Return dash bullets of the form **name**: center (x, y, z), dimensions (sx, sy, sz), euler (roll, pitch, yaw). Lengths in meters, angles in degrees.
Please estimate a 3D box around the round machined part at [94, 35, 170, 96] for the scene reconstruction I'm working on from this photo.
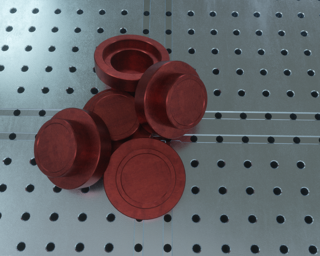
- **round machined part**: center (-0.038, -0.082, 0.420), dimensions (0.099, 0.042, 0.098), euler (4, 49, -4)

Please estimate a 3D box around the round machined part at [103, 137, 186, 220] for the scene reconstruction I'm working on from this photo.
- **round machined part**: center (-0.018, 0.059, 0.368), dimensions (0.099, 0.042, 0.097), euler (1, 81, -6)

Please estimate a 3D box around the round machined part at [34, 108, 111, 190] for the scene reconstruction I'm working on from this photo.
- **round machined part**: center (-0.110, 0.024, 0.367), dimensions (0.098, 0.042, 0.097), euler (-3, 83, 29)

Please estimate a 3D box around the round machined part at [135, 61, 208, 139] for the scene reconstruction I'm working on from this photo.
- **round machined part**: center (0.021, -0.034, 0.384), dimensions (0.042, 0.098, 0.098), euler (15, 64, 49)

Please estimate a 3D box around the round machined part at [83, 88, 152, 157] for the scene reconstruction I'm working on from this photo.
- **round machined part**: center (-0.056, -0.010, 0.404), dimensions (0.099, 0.042, 0.098), euler (0, 70, -1)
